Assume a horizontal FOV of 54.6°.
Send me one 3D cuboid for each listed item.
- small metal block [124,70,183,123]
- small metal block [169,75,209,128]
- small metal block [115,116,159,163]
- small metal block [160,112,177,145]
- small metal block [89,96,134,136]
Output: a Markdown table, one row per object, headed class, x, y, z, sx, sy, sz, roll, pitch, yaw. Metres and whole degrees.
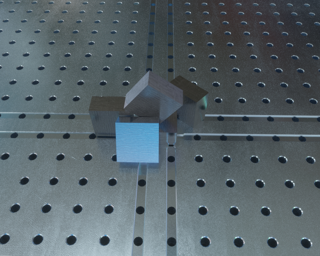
| class | x | y | z | sx | sy | sz | roll | pitch | yaw |
| --- | --- | --- | --- | --- | --- | --- | --- | --- | --- |
| small metal block | -0.008 | -0.034 | 0.375 | 0.050 | 0.050 | 0.025 | 27 | 45 | -26 |
| small metal block | 0.036 | -0.036 | 0.422 | 0.050 | 0.050 | 0.025 | 36 | 58 | 26 |
| small metal block | -0.026 | 0.014 | 0.377 | 0.050 | 0.050 | 0.025 | 1 | 18 | 1 |
| small metal block | -0.003 | -0.006 | 0.412 | 0.050 | 0.025 | 0.050 | 2 | 50 | 0 |
| small metal block | -0.061 | -0.014 | 0.403 | 0.050 | 0.050 | 0.025 | 1 | 51 | 1 |
